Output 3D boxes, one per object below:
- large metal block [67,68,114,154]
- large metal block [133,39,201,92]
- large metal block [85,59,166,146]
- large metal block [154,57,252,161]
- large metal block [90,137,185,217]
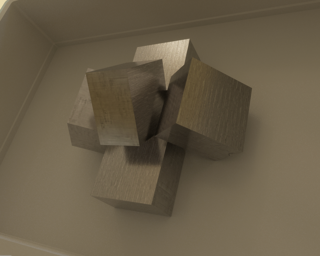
[{"bbox_3d":[-0.083,-0.019,0.415,0.050,0.080,0.080,15,65,-5],"label":"large metal block"},{"bbox_3d":[0.006,-0.069,0.424,0.080,0.050,0.080,-1,61,27],"label":"large metal block"},{"bbox_3d":[-0.032,-0.032,0.354,0.050,0.079,0.080,0,18,27],"label":"large metal block"},{"bbox_3d":[0.049,-0.018,0.345,0.050,0.080,0.080,-33,38,60],"label":"large metal block"},{"bbox_3d":[-0.024,0.054,0.368,0.080,0.050,0.080,1,62,28],"label":"large metal block"}]
